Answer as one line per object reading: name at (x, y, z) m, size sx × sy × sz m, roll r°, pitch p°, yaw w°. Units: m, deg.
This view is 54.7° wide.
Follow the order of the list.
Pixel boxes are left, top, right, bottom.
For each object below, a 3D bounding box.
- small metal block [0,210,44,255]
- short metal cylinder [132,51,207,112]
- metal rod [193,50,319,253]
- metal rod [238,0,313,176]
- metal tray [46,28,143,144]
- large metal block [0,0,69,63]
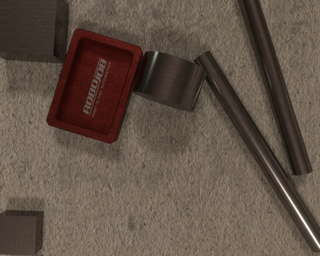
small metal block at (-0.184, 0.137, 0.408) m, size 0.050 × 0.025 × 0.050 m, roll 2°, pitch 90°, yaw -1°
short metal cylinder at (0.011, -0.056, 0.383) m, size 0.080 × 0.080 × 0.050 m, roll 18°, pitch 90°, yaw -1°
metal rod at (0.134, 0.031, 0.411) m, size 0.025 × 0.025 × 0.299 m, roll -32°, pitch 90°, yaw 0°
metal rod at (0.145, -0.083, 0.411) m, size 0.025 × 0.025 × 0.298 m, roll -18°, pitch 90°, yaw 0°
metal tray at (-0.083, -0.053, 0.406) m, size 0.090 × 0.030 × 0.129 m, roll 17°, pitch 90°, yaw -1°
large metal block at (-0.166, -0.129, 0.395) m, size 0.081 × 0.050 × 0.079 m, roll 3°, pitch 90°, yaw -1°
